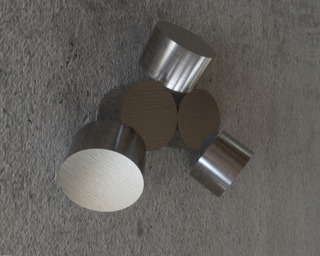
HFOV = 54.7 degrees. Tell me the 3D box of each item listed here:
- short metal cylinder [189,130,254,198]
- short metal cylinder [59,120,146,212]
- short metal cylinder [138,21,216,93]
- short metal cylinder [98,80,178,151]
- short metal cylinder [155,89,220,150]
[{"bbox_3d":[0.085,0.050,0.434,0.050,0.080,0.080,38,58,12],"label":"short metal cylinder"},{"bbox_3d":[-0.055,0.039,0.316,0.080,0.080,0.050,54,19,-27],"label":"short metal cylinder"},{"bbox_3d":[0.021,-0.088,0.380,0.081,0.080,0.050,2,131,-40],"label":"short metal cylinder"},{"bbox_3d":[-0.026,-0.014,0.368,0.081,0.050,0.080,0,90,-40],"label":"short metal cylinder"},{"bbox_3d":[0.036,-0.011,0.420,0.081,0.050,0.080,0,90,-40],"label":"short metal cylinder"}]
